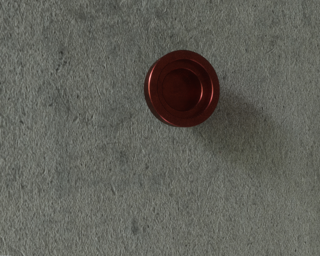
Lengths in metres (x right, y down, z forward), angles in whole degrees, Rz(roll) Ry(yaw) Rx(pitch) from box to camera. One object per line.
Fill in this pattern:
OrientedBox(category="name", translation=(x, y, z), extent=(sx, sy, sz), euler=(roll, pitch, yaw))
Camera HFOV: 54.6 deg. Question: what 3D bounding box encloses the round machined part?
OrientedBox(category="round machined part", translation=(0.025, -0.050, 0.409), extent=(0.099, 0.042, 0.097), euler=(0, 90, -20))
